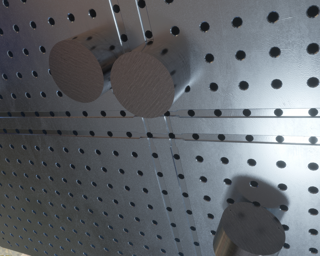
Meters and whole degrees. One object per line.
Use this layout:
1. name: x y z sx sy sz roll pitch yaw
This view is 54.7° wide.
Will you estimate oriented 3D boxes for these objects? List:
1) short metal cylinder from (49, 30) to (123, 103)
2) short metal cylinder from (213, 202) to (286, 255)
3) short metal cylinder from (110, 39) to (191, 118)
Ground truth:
1. short metal cylinder: -0.092 -0.079 0.395 0.080 0.050 0.079 13 124 21
2. short metal cylinder: 0.115 0.145 0.405 0.080 0.080 0.050 20 126 16
3. short metal cylinder: -0.010 -0.058 0.365 0.080 0.050 0.079 13 124 21
